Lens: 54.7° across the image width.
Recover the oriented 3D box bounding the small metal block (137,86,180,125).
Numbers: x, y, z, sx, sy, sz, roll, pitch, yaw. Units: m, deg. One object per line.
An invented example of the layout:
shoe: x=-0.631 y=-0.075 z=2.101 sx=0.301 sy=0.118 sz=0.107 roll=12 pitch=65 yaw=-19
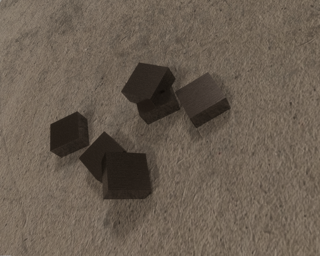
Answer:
small metal block: x=-0.005 y=-0.040 z=0.430 sx=0.050 sy=0.025 sz=0.050 roll=-25 pitch=53 yaw=12

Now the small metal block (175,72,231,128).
small metal block: x=0.054 y=-0.036 z=0.397 sx=0.050 sy=0.025 sz=0.050 roll=-31 pitch=52 yaw=8

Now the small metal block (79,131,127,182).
small metal block: x=-0.073 y=0.040 z=0.415 sx=0.050 sy=0.025 sz=0.050 roll=-47 pitch=51 yaw=-6

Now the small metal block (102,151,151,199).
small metal block: x=-0.042 y=0.057 z=0.371 sx=0.050 sy=0.025 sz=0.050 roll=5 pitch=52 yaw=-22

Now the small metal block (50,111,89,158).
small metal block: x=-0.137 y=0.010 z=0.467 sx=0.050 sy=0.025 sz=0.050 roll=-24 pitch=53 yaw=13

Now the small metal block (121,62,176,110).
small metal block: x=-0.015 y=-0.057 z=0.414 sx=0.050 sy=0.025 sz=0.050 roll=17 pitch=71 yaw=34
